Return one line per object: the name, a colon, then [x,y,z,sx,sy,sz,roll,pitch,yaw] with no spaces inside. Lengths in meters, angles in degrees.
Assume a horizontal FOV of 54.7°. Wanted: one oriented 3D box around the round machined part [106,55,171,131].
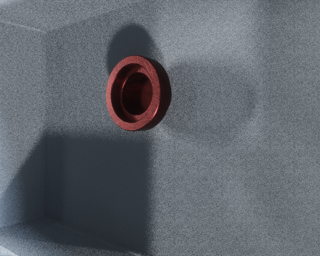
round machined part: [-0.024,-0.045,0.413,0.098,0.042,0.097,0,90,39]
